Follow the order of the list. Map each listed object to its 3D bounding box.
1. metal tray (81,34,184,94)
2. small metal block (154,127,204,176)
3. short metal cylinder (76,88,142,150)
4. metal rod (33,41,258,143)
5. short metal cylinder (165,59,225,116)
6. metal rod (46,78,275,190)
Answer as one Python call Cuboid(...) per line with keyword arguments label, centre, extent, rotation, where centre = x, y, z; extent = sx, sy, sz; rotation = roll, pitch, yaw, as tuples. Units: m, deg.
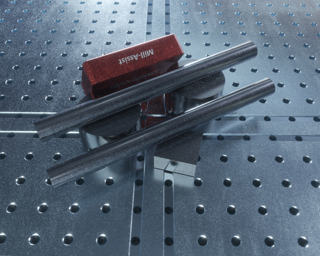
Cuboid(label="metal tray", centre=(-0.041, -0.081, 0.431), extent=(0.131, 0.090, 0.030), rotation=(-23, 86, -19))
Cuboid(label="small metal block", centre=(0.024, 0.027, 0.384), extent=(0.050, 0.025, 0.050), rotation=(12, 51, 9))
Cuboid(label="short metal cylinder", centre=(-0.063, -0.005, 0.395), extent=(0.081, 0.050, 0.080), rotation=(0, 50, 0))
Cuboid(label="metal rod", centre=(-0.002, -0.053, 0.385), extent=(0.302, 0.025, 0.025), rotation=(-24, 54, -19))
Cuboid(label="short metal cylinder", centre=(0.047, -0.052, 0.436), extent=(0.081, 0.050, 0.080), rotation=(0, 50, 0))
Cuboid(label="metal rod", centre=(0.016, -0.002, 0.375), extent=(0.302, 0.025, 0.025), rotation=(-23, 54, -19))
